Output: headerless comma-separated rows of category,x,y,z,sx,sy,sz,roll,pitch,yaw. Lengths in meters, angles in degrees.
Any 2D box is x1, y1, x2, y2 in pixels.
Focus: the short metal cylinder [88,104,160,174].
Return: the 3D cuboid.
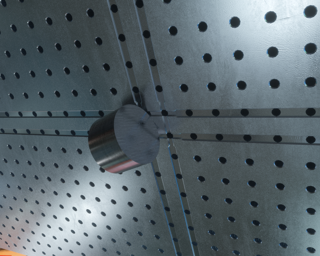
short metal cylinder,-0.046,0.015,0.408,0.050,0.080,0.080,-24,106,36
